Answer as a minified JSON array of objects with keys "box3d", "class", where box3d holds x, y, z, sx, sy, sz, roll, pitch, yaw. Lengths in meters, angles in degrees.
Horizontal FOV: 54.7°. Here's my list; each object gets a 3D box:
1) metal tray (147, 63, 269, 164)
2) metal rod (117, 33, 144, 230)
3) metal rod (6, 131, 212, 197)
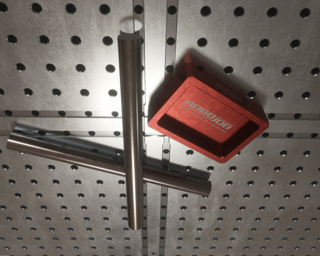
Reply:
[{"box3d":[0.061,-0.013,0.398,0.131,0.030,0.090,28,125,-22],"class":"metal tray"},{"box3d":[-0.035,0.027,0.410,0.025,0.025,0.298,1,123,-1],"class":"metal rod"},{"box3d":[-0.064,0.057,0.459,0.302,0.025,0.025,16,128,-14],"class":"metal rod"}]
